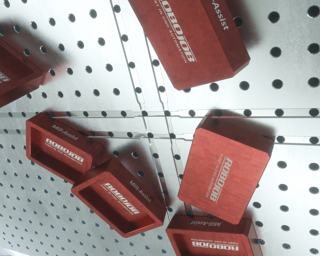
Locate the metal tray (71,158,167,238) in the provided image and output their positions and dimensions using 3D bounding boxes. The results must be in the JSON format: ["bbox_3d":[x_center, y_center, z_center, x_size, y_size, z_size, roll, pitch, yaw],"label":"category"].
[{"bbox_3d":[-0.063,0.115,0.490,0.090,0.030,0.130,-29,113,30],"label":"metal tray"}]

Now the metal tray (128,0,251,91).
[{"bbox_3d":[0.023,-0.106,0.310,0.090,0.030,0.130,-6,118,54],"label":"metal tray"}]

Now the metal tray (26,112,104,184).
[{"bbox_3d":[-0.162,0.041,0.519,0.130,0.030,0.089,27,128,11],"label":"metal tray"}]

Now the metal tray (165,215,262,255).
[{"bbox_3d":[0.083,0.181,0.476,0.130,0.030,0.090,-7,115,31],"label":"metal tray"}]

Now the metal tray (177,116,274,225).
[{"bbox_3d":[0.080,0.058,0.402,0.090,0.030,0.129,22,127,15],"label":"metal tray"}]

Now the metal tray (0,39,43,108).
[{"bbox_3d":[-0.250,-0.092,0.445,0.130,0.090,0.030,38,129,2],"label":"metal tray"}]
